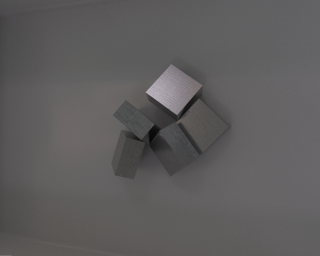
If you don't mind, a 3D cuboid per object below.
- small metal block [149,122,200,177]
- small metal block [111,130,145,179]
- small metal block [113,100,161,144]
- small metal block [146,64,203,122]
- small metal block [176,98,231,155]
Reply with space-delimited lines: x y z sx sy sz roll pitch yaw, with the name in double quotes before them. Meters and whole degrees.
"small metal block" 0.016 0.028 0.389 0.025 0.050 0.050 -29 78 -26
"small metal block" -0.043 0.034 0.410 0.025 0.050 0.050 15 97 -16
"small metal block" -0.026 -0.006 0.403 0.050 0.050 0.025 40 91 18
"small metal block" 0.019 -0.044 0.394 0.050 0.025 0.050 37 78 16
"small metal block" 0.053 -0.001 0.392 0.050 0.025 0.050 46 104 14
